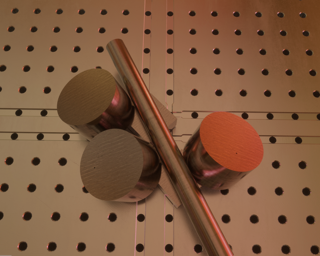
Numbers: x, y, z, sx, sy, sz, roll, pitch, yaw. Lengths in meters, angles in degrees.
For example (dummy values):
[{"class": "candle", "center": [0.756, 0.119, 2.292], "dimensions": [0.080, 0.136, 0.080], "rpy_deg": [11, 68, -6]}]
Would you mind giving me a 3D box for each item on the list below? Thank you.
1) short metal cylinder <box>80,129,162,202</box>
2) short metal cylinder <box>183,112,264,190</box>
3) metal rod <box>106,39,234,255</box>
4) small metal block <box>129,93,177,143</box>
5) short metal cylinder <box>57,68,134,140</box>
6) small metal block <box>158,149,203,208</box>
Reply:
[{"class": "short metal cylinder", "center": [-0.045, 0.045, 0.363], "dimensions": [0.080, 0.050, 0.080], "rpy_deg": [-6, 73, 21]}, {"class": "short metal cylinder", "center": [0.074, 0.027, 0.372], "dimensions": [0.081, 0.050, 0.080], "rpy_deg": [11, 53, -15]}, {"class": "metal rod", "center": [0.003, 0.014, 0.376], "dimensions": [0.025, 0.025, 0.299], "rpy_deg": [-24, 72, -9]}, {"class": "small metal block", "center": [-0.013, -0.009, 0.411], "dimensions": [0.050, 0.025, 0.050], "rpy_deg": [-41, 75, -14]}, {"class": "short metal cylinder", "center": [-0.080, -0.028, 0.389], "dimensions": [0.080, 0.050, 0.080], "rpy_deg": [-10, 60, 18]}, {"class": "small metal block", "center": [0.024, 0.063, 0.385], "dimensions": [0.050, 0.025, 0.050], "rpy_deg": [-38, 75, -13]}]
